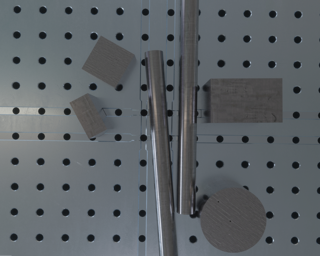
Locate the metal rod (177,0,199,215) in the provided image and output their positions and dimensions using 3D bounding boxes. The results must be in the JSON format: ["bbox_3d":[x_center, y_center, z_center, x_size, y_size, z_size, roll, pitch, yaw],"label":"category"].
[{"bbox_3d":[0.037,-0.037,0.413,0.025,0.025,0.298,1,90,0],"label":"metal rod"}]

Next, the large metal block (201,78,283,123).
[{"bbox_3d":[0.097,-0.031,0.387,0.081,0.080,0.050,0,90,0],"label":"large metal block"}]

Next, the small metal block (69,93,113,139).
[{"bbox_3d":[-0.087,-0.015,0.400,0.025,0.050,0.050,-28,90,0],"label":"small metal block"}]

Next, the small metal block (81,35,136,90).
[{"bbox_3d":[-0.067,-0.086,0.413,0.050,0.025,0.050,30,90,0],"label":"small metal block"}]

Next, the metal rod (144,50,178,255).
[{"bbox_3d":[0.003,0.048,0.413,0.025,0.025,0.298,-4,90,0],"label":"metal rod"}]

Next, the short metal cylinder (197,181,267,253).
[{"bbox_3d":[0.090,0.112,0.402,0.081,0.050,0.079,0,90,0],"label":"short metal cylinder"}]
